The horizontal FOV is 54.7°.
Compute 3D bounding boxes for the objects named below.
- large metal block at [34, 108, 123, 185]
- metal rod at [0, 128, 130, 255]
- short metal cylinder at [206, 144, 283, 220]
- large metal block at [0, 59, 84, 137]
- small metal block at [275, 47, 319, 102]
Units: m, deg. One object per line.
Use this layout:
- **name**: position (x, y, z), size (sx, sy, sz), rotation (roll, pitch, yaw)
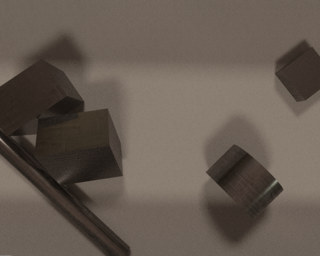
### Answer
- **large metal block**: position (-0.094, 0.025, 0.376), size (0.081, 0.080, 0.050), rotation (-9, 57, 0)
- **metal rod**: position (-0.158, 0.066, 0.409), size (0.300, 0.025, 0.025), rotation (43, 90, -1)
- **short metal cylinder**: position (0.104, 0.066, 0.385), size (0.050, 0.080, 0.080), rotation (-45, 91, 0)
- **large metal block**: position (-0.150, -0.034, 0.382), size (0.080, 0.080, 0.050), rotation (-34, 90, 0)
- **small metal block**: position (0.193, -0.071, 0.414), size (0.050, 0.025, 0.050), rotation (-38, 91, 0)
